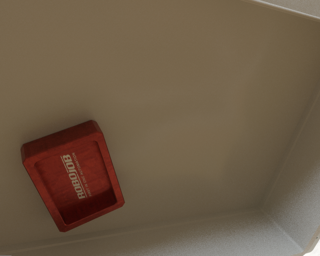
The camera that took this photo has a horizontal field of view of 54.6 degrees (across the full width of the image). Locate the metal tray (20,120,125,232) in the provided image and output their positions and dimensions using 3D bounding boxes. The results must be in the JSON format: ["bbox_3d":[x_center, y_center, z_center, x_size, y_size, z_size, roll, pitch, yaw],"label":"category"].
[{"bbox_3d":[-0.103,0.063,0.387,0.091,0.030,0.129,-22,127,-16],"label":"metal tray"}]
